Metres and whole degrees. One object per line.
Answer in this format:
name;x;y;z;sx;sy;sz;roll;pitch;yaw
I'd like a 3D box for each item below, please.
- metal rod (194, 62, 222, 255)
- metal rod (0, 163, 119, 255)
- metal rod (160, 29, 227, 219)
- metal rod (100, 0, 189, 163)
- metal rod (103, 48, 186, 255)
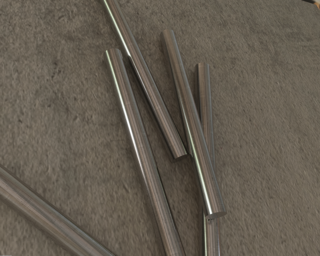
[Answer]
metal rod;0.062;0.029;0.421;0.025;0.025;0.300;16;55;-20
metal rod;-0.049;0.133;0.297;0.300;0.025;0.025;39;51;-2
metal rod;0.037;-0.027;0.425;0.025;0.025;0.299;6;54;-26
metal rod;-0.032;-0.090;0.443;0.025;0.025;0.299;-11;68;-33
metal rod;-0.022;0.028;0.375;0.025;0.025;0.299;-5;64;-31
